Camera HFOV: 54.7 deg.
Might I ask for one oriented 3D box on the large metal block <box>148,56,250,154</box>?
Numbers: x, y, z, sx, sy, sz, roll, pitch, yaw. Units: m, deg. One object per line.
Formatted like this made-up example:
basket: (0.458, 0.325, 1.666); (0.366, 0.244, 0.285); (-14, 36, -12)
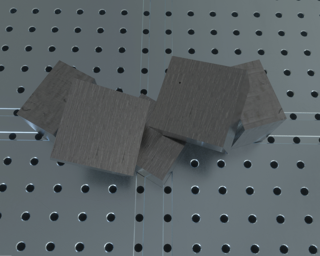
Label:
large metal block: (0.044, -0.024, 0.334); (0.080, 0.050, 0.080); (16, 83, 21)

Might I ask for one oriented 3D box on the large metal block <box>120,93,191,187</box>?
large metal block: (-0.010, 0.016, 0.392); (0.080, 0.050, 0.080); (31, 73, 10)

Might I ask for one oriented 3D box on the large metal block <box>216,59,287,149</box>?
large metal block: (0.106, -0.027, 0.393); (0.050, 0.080, 0.080); (-15, 71, -6)

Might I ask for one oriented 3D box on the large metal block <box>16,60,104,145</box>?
large metal block: (-0.118, -0.023, 0.389); (0.050, 0.080, 0.080); (28, 72, 9)

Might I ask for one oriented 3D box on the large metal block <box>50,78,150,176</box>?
large metal block: (-0.064, 0.003, 0.327); (0.081, 0.050, 0.080); (16, 77, -17)
